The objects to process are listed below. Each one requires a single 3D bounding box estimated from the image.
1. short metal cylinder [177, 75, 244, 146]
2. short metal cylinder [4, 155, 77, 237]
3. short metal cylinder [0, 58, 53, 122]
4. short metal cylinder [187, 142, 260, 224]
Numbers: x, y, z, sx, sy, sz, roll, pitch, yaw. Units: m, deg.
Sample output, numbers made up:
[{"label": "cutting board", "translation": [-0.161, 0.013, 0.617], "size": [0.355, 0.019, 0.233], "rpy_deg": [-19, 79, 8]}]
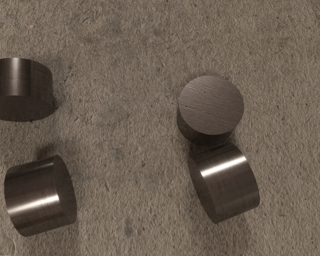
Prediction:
[{"label": "short metal cylinder", "translation": [0.063, -0.021, 0.403], "size": [0.081, 0.050, 0.080], "rpy_deg": [0, 70, 0]}, {"label": "short metal cylinder", "translation": [-0.131, 0.075, 0.350], "size": [0.050, 0.080, 0.080], "rpy_deg": [-16, 71, -6]}, {"label": "short metal cylinder", "translation": [-0.179, -0.046, 0.393], "size": [0.081, 0.080, 0.050], "rpy_deg": [-8, 71, -3]}, {"label": "short metal cylinder", "translation": [0.071, 0.063, 0.357], "size": [0.050, 0.080, 0.080], "rpy_deg": [-20, 72, -7]}]
